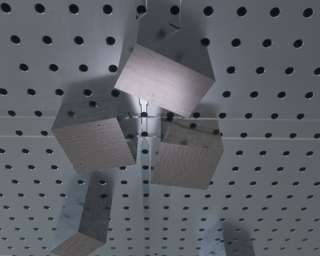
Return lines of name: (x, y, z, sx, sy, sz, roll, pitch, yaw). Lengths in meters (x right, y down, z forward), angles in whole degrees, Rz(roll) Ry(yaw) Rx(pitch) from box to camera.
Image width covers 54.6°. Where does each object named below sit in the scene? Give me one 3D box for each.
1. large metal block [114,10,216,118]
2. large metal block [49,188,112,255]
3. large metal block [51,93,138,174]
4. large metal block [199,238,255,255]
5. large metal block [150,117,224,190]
large metal block: (0.004, -0.067, 0.319, 0.080, 0.080, 0.050, 22, 127, -18)
large metal block: (-0.128, 0.160, 0.510, 0.050, 0.080, 0.080, 36, 122, -26)
large metal block: (-0.079, 0.009, 0.402, 0.080, 0.050, 0.080, -10, 130, 8)
large metal block: (0.139, 0.277, 0.632, 0.080, 0.050, 0.080, 25, 126, -20)
large metal block: (0.033, 0.036, 0.426, 0.080, 0.050, 0.079, 8, 130, -7)
